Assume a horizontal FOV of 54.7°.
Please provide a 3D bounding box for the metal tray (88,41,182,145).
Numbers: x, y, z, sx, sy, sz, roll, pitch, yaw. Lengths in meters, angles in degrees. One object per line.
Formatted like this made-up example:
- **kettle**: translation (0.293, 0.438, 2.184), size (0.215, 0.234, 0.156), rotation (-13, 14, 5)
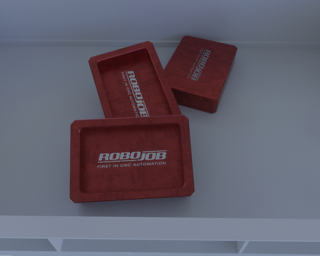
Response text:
- **metal tray**: translation (-0.033, -0.046, 0.409), size (0.091, 0.030, 0.130), rotation (-18, 68, -6)

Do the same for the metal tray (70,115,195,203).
- **metal tray**: translation (-0.031, 0.035, 0.348), size (0.131, 0.030, 0.090), rotation (-3, 76, -3)

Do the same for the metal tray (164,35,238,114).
- **metal tray**: translation (0.059, -0.087, 0.475), size (0.090, 0.030, 0.130), rotation (16, 52, 13)

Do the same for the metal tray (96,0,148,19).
- **metal tray**: translation (-0.088, -0.276, 0.635), size (0.091, 0.030, 0.130), rotation (-17, 52, -14)
